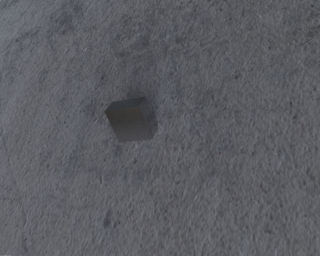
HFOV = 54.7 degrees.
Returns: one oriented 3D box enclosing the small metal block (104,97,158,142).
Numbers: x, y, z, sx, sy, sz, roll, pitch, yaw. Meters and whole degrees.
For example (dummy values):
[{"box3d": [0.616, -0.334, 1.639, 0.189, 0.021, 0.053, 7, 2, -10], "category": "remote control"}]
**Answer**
[{"box3d": [-0.037, -0.010, 0.408, 0.050, 0.050, 0.025, -7, 32, 24], "category": "small metal block"}]
